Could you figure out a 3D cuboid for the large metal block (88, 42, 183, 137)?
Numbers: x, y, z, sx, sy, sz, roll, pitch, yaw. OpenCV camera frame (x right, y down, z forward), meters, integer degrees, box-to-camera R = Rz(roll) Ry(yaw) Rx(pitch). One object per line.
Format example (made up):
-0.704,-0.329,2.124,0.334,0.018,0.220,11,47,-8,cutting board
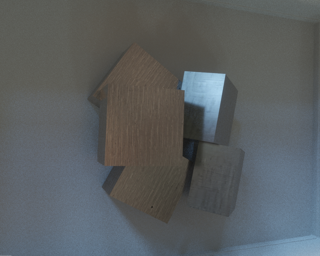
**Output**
-0.030,-0.045,0.386,0.080,0.050,0.080,38,78,-17,large metal block

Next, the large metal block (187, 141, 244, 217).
0.076,0.064,0.402,0.050,0.080,0.080,10,86,19,large metal block

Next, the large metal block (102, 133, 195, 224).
-0.014,0.060,0.389,0.080,0.050,0.080,31,80,-18,large metal block

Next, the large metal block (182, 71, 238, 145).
0.061,-0.021,0.397,0.080,0.050,0.080,19,81,-65,large metal block

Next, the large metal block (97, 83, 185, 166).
-0.022,-0.001,0.334,0.081,0.050,0.080,3,88,-19,large metal block
